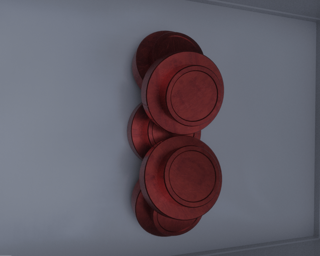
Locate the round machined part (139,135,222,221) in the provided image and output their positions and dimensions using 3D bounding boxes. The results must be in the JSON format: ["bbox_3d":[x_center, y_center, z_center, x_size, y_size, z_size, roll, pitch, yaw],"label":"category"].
[{"bbox_3d":[0.029,0.056,0.356,0.099,0.042,0.098,4,77,-19],"label":"round machined part"}]

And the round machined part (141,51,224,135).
[{"bbox_3d":[0.031,-0.039,0.357,0.099,0.042,0.097,-5,104,-19],"label":"round machined part"}]

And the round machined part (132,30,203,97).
[{"bbox_3d":[0.017,-0.082,0.394,0.099,0.042,0.098,6,72,-19],"label":"round machined part"}]

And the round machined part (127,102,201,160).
[{"bbox_3d":[0.010,0.004,0.404,0.099,0.042,0.097,0,89,-20],"label":"round machined part"}]

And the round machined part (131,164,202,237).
[{"bbox_3d":[0.017,0.095,0.392,0.099,0.042,0.097,-6,107,-18],"label":"round machined part"}]
